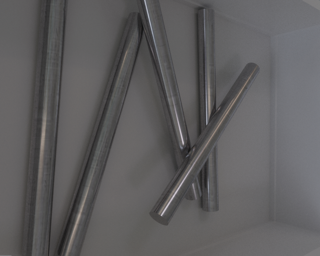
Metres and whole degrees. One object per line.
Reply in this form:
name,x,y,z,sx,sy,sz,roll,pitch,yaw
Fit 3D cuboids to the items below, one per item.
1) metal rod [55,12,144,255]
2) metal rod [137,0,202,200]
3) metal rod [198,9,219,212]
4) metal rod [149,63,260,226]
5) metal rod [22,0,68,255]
metal rod,-0.063,0.006,0.353,0.025,0.025,0.299,24,75,-38
metal rod,0.013,-0.039,0.397,0.025,0.025,0.298,-29,115,-36
metal rod,0.073,-0.025,0.467,0.025,0.025,0.298,-3,92,-40
metal rod,0.076,0.002,0.432,0.301,0.025,0.025,-52,121,-33
metal rod,-0.113,-0.020,0.311,0.025,0.025,0.298,6,86,-40
